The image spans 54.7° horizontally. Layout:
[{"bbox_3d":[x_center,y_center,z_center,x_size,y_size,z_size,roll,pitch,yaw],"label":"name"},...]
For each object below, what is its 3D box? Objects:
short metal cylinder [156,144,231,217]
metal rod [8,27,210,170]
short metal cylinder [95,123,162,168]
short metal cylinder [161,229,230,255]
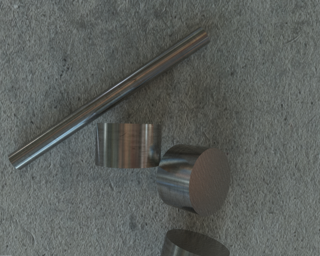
[{"bbox_3d":[0.042,0.061,0.377,0.081,0.050,0.079,-4,96,-45],"label":"short metal cylinder"},{"bbox_3d":[-0.066,-0.039,0.409,0.301,0.025,0.025,-34,90,0],"label":"metal rod"},{"bbox_3d":[-0.039,0.019,0.382,0.081,0.080,0.050,1,90,0],"label":"short metal cylinder"},{"bbox_3d":[0.040,0.166,0.383,0.080,0.080,0.050,15,90,0],"label":"short metal cylinder"}]
